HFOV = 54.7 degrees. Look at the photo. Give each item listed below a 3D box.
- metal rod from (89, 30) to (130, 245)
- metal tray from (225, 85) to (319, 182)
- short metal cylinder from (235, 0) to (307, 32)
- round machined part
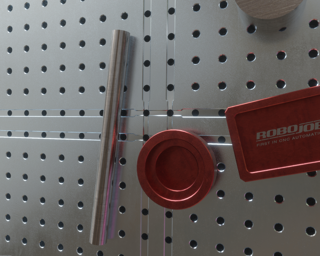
[{"bbox_3d":[-0.071,0.015,0.437,0.025,0.025,0.298,7,92,20],"label":"metal rod"},{"bbox_3d":[0.150,0.006,0.356,0.130,0.030,0.090,-14,86,19],"label":"metal tray"},{"bbox_3d":[0.127,-0.157,0.354,0.080,0.050,0.080,0,90,20],"label":"short metal cylinder"},{"bbox_3d":[0.024,0.050,0.395,0.098,0.042,0.097,0,90,20],"label":"round machined part"}]
